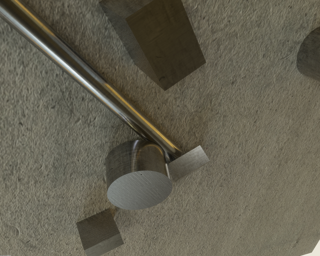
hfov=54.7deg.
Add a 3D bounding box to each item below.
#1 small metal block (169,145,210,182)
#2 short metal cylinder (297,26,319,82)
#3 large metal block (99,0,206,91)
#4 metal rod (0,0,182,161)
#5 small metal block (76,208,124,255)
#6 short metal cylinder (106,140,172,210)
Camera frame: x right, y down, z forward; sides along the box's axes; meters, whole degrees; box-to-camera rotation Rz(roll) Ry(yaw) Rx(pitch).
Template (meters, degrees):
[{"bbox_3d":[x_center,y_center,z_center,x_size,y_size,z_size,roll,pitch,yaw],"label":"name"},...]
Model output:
[{"bbox_3d":[0.039,0.053,0.444,0.050,0.025,0.050,-29,168,-10],"label":"small metal block"},{"bbox_3d":[0.255,-0.108,0.464,0.081,0.050,0.079,-14,124,-21],"label":"short metal cylinder"},{"bbox_3d":[-0.008,-0.095,0.308,0.050,0.080,0.080,-36,129,-5],"label":"large metal block"},{"bbox_3d":[-0.064,-0.043,0.345,0.025,0.025,0.300,-45,129,3],"label":"metal rod"},{"bbox_3d":[-0.085,0.148,0.436,0.050,0.050,0.025,-22,127,-15],"label":"small metal block"},{"bbox_3d":[-0.028,0.061,0.399,0.081,0.050,0.079,-7,134,-7],"label":"short metal cylinder"}]
